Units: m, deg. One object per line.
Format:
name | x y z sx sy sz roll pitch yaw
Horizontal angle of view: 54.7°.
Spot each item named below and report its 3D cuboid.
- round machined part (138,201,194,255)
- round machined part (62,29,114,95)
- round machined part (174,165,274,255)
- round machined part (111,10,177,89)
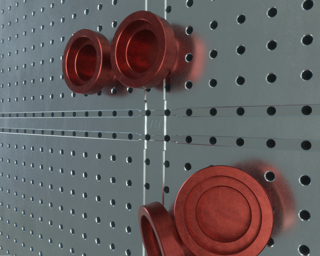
round machined part | 0.010 0.135 0.369 0.098 0.042 0.097 168 90 -71
round machined part | -0.106 -0.100 0.483 0.098 0.042 0.097 0 90 39
round machined part | 0.068 0.089 0.327 0.098 0.042 0.098 -4 78 19
round machined part | -0.017 -0.100 0.411 0.098 0.042 0.097 0 90 39
